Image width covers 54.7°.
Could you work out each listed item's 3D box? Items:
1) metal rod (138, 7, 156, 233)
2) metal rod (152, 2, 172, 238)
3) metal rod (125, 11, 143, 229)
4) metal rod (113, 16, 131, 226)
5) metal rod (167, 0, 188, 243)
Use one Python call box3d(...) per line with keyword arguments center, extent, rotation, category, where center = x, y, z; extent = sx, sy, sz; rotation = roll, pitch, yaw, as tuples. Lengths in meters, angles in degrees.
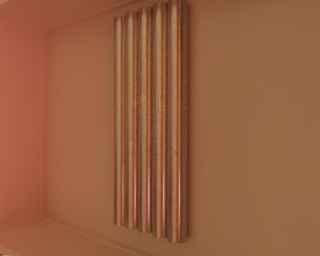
box3d(center=(-0.017, -0.011, 0.419), extent=(0.025, 0.025, 0.298), rotation=(0, 90, 40), category="metal rod")
box3d(center=(0.003, -0.010, 0.403), extent=(0.025, 0.025, 0.298), rotation=(0, 90, 40), category="metal rod")
box3d(center=(-0.037, -0.011, 0.436), extent=(0.025, 0.025, 0.298), rotation=(0, 90, 40), category="metal rod")
box3d(center=(-0.055, -0.010, 0.451), extent=(0.025, 0.025, 0.298), rotation=(0, 90, 40), category="metal rod")
box3d(center=(0.022, -0.009, 0.387), extent=(0.025, 0.025, 0.298), rotation=(0, 90, 40), category="metal rod")
